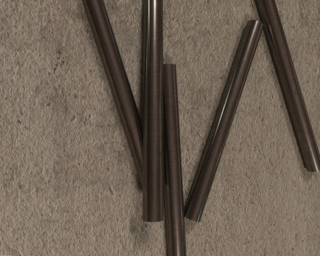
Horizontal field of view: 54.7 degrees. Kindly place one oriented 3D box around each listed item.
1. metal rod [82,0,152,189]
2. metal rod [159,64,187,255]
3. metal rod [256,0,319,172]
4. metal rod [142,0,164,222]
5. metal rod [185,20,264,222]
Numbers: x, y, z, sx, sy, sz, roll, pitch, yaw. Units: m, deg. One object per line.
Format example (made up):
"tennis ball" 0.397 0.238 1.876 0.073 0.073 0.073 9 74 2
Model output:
"metal rod" -0.053 -0.061 0.389 0.025 0.025 0.298 -19 97 -19
"metal rod" 0.017 0.065 0.416 0.025 0.025 0.298 -4 91 -20
"metal rod" 0.203 -0.073 0.485 0.025 0.025 0.298 -22 98 -19
"metal rod" -0.008 -0.038 0.388 0.025 0.025 0.298 3 82 -20
"metal rod" 0.093 -0.015 0.444 0.025 0.025 0.299 22 83 -19
